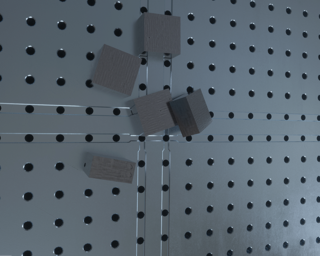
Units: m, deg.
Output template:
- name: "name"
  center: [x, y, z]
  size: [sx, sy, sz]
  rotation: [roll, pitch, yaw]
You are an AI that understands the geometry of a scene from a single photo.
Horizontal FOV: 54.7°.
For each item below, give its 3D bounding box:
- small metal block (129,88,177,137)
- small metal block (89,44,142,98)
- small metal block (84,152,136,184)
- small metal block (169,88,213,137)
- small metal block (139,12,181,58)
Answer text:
- name: "small metal block"
  center: [-0.008, -0.021, 0.411]
  size: [0.050, 0.025, 0.050]
  rotation: [-20, 97, -19]
- name: "small metal block"
  center: [-0.056, -0.071, 0.392]
  size: [0.050, 0.025, 0.050]
  rotation: [18, 84, -20]
- name: "small metal block"
  center: [-0.062, 0.048, 0.377]
  size: [0.050, 0.050, 0.025]
  rotation: [12, 86, -20]
- name: "small metal block"
  center: [0.043, -0.021, 0.416]
  size: [0.050, 0.025, 0.050]
  rotation: [-34, 104, -56]
- name: "small metal block"
  center: [-0.001, -0.123, 0.413]
  size: [0.050, 0.025, 0.050]
  rotation: [0, 90, -21]
